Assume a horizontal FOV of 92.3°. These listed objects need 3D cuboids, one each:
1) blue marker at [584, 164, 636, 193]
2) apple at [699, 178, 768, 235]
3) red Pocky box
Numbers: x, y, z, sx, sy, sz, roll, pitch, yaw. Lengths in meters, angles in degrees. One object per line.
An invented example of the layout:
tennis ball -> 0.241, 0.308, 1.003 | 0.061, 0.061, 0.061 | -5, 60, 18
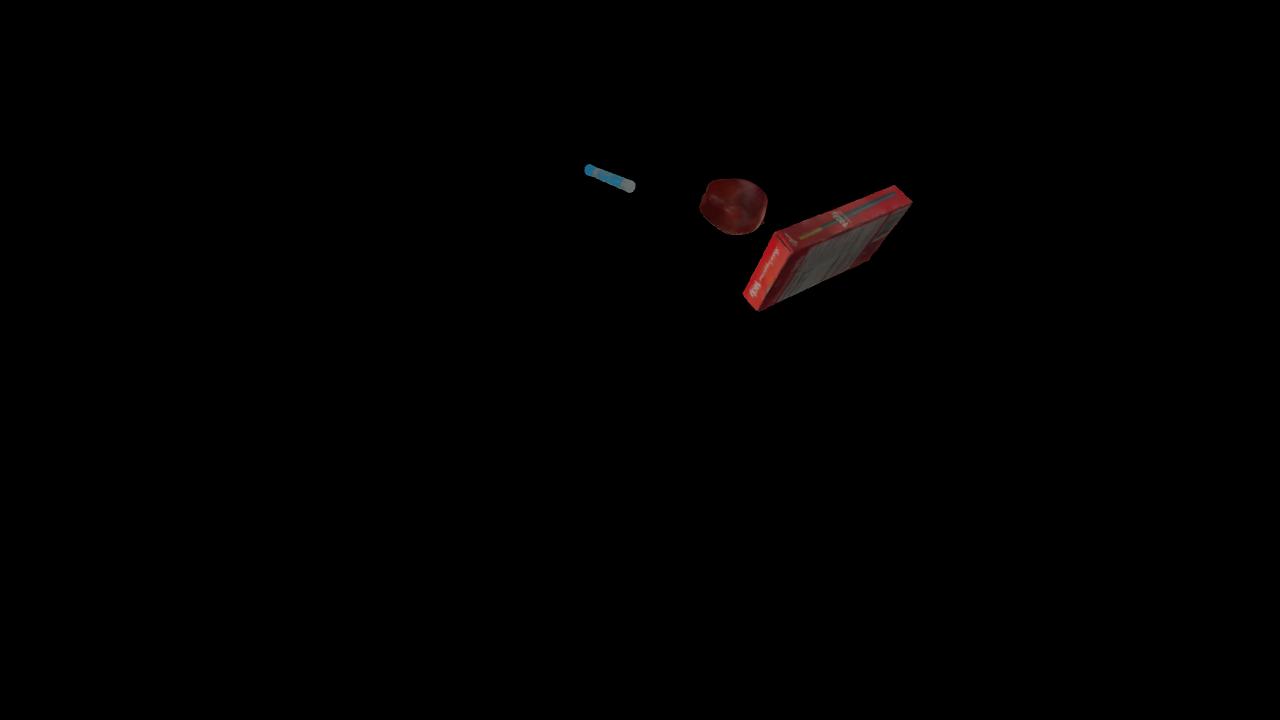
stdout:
blue marker -> -0.051, -0.293, 0.988 | 0.020, 0.020, 0.121 | 0, 26, -44
apple -> 0.131, -0.211, 0.848 | 0.093, 0.079, 0.079 | 23, -2, -5
red Pocky box -> 0.168, -0.101, 0.553 | 0.155, 0.028, 0.083 | -25, -22, -26
